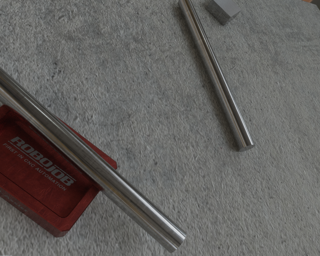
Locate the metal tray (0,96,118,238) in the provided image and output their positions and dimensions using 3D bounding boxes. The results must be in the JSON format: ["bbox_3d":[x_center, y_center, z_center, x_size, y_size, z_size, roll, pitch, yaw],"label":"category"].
[{"bbox_3d":[-0.121,0.035,0.314,0.130,0.030,0.090,38,51,-3],"label":"metal tray"}]

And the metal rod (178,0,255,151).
[{"bbox_3d":[0.087,-0.102,0.514,0.025,0.025,0.299,-4,64,-30],"label":"metal rod"}]

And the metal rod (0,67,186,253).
[{"bbox_3d":[-0.094,0.013,0.306,0.300,0.025,0.025,42,51,0],"label":"metal rod"}]

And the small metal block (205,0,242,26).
[{"bbox_3d":[0.128,-0.238,0.620,0.050,0.025,0.050,46,51,3],"label":"small metal block"}]
